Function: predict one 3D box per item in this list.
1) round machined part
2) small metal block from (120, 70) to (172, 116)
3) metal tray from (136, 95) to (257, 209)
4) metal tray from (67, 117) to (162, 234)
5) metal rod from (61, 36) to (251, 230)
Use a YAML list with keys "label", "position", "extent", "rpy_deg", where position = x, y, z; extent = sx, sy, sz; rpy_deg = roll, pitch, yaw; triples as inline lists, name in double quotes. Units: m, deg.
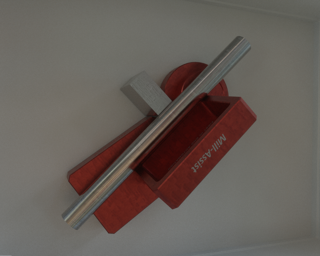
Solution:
- label: "round machined part"
  position: [0.052, -0.041, 0.420]
  extent: [0.099, 0.042, 0.097]
  rpy_deg: [0, 90, -21]
- label: "small metal block"
  position: [-0.019, -0.042, 0.390]
  extent: [0.025, 0.050, 0.050]
  rpy_deg: [-47, 105, -14]
- label: "metal tray"
  position: [0.035, 0.020, 0.348]
  extent: [0.130, 0.090, 0.030]
  rpy_deg: [-46, 108, -8]
- label: "metal tray"
  position: [-0.038, 0.056, 0.393]
  extent: [0.131, 0.030, 0.090]
  rpy_deg: [-37, 102, -17]
- label: "metal rod"
  position: [0.003, -0.002, 0.370]
  extent: [0.300, 0.025, 0.025]
  rpy_deg: [-46, 105, -10]
